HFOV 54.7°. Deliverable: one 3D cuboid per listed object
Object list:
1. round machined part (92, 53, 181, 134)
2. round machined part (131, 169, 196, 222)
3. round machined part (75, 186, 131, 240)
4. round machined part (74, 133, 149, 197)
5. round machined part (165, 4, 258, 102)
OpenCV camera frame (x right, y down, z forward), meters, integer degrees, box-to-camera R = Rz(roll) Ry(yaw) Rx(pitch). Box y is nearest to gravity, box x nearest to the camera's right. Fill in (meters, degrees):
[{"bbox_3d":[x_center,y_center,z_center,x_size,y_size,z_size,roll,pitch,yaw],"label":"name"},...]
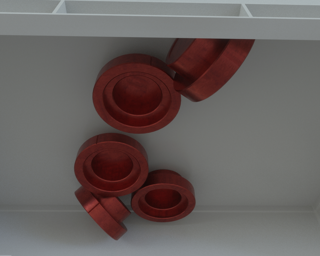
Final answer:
[{"bbox_3d":[-0.026,-0.043,0.361,0.099,0.042,0.097,-1,130,0],"label":"round machined part"},{"bbox_3d":[0.005,0.102,0.485,0.099,0.042,0.097,-1,130,0],"label":"round machined part"},{"bbox_3d":[-0.082,0.120,0.475,0.042,0.098,0.098,-42,127,-13],"label":"round machined part"},{"bbox_3d":[-0.066,0.046,0.431,0.099,0.042,0.097,-2,123,-3],"label":"round machined part"},{"bbox_3d":[0.042,-0.077,0.297,0.042,0.098,0.098,32,123,-18],"label":"round machined part"}]
